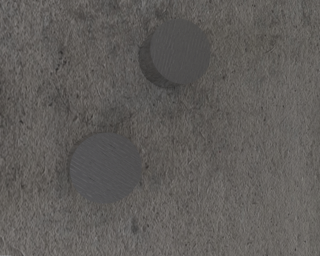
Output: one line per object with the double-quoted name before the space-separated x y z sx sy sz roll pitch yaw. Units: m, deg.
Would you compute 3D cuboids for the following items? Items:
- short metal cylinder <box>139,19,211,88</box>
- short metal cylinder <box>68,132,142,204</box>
"short metal cylinder" 0.018 -0.094 0.402 0.081 0.050 0.080 0 90 -20
"short metal cylinder" -0.068 0.045 0.371 0.081 0.050 0.080 0 90 -20
